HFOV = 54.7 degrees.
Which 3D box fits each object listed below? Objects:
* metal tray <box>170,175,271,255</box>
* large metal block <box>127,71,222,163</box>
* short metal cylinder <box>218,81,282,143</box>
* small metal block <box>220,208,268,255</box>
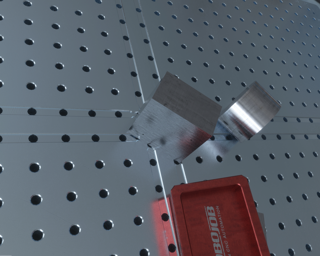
[{"bbox_3d":[0.067,0.124,0.343,0.091,0.030,0.130,-8,63,-5],"label":"metal tray"},{"bbox_3d":[0.017,-0.011,0.388,0.080,0.080,0.050,32,52,-8],"label":"large metal block"},{"bbox_3d":[0.130,-0.024,0.457,0.050,0.080,0.080,45,51,3],"label":"short metal cylinder"},{"bbox_3d":[0.103,0.130,0.385,0.050,0.025,0.050,17,55,-19],"label":"small metal block"}]
